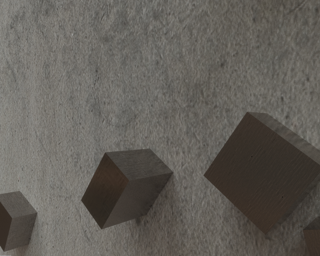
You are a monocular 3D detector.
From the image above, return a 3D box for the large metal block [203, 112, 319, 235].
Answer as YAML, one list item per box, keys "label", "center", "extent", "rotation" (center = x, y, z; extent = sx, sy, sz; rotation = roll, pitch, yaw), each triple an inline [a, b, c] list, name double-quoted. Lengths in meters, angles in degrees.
- label: "large metal block"
  center: [0.104, 0.040, 0.302]
  extent: [0.080, 0.050, 0.080]
  rotation: [43, 116, 31]

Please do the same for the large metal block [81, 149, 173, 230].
- label: "large metal block"
  center: [-0.042, 0.075, 0.402]
  extent: [0.050, 0.081, 0.080]
  rotation: [43, 116, 31]

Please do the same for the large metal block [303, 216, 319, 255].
- label: "large metal block"
  center: [0.173, 0.114, 0.246]
  extent: [0.080, 0.050, 0.080]
  rotation: [-18, 79, 38]

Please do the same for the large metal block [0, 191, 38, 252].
- label: "large metal block"
  center: [-0.303, 0.188, 0.634]
  extent: [0.080, 0.050, 0.079]
  rotation: [31, 109, 35]
